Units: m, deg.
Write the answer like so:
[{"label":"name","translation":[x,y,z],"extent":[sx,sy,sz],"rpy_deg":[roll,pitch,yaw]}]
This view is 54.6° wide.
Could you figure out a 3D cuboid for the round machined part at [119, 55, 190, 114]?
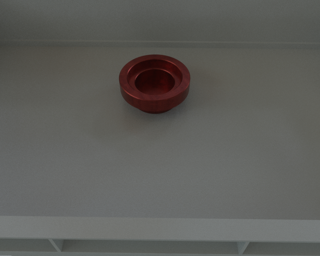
[{"label":"round machined part","translation":[-0.007,-0.059,0.444],"extent":[0.099,0.042,0.098],"rpy_deg":[0,50,0]}]
